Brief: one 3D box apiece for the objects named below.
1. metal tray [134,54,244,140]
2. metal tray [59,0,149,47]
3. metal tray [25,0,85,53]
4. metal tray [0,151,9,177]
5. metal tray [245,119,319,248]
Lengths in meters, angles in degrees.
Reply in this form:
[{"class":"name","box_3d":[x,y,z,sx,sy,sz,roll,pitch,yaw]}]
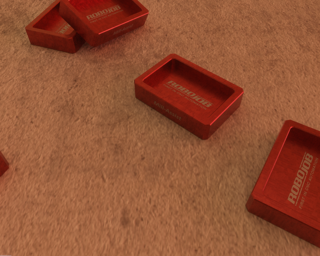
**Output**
[{"class":"metal tray","box_3d":[0.039,-0.050,0.442,0.130,0.030,0.090,33,57,24]},{"class":"metal tray","box_3d":[-0.094,-0.201,0.537,0.090,0.030,0.131,45,53,8]},{"class":"metal tray","box_3d":[-0.165,-0.191,0.558,0.090,0.030,0.130,15,51,12]},{"class":"metal tray","box_3d":[-0.259,0.045,0.359,0.130,0.030,0.090,21,53,16]},{"class":"metal tray","box_3d":[0.165,0.056,0.354,0.090,0.030,0.130,25,54,19]}]
